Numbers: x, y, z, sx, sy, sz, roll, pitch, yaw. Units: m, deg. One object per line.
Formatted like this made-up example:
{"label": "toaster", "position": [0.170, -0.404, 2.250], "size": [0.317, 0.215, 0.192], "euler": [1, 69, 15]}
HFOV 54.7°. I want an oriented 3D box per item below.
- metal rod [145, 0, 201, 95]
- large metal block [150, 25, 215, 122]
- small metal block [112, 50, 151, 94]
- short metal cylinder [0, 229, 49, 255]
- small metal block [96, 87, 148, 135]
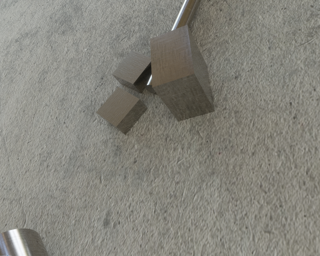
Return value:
{"label": "metal rod", "position": [0.044, -0.184, 0.492], "size": [0.025, 0.025, 0.300], "euler": [9, 66, 32]}
{"label": "large metal block", "position": [0.029, -0.067, 0.394], "size": [0.050, 0.080, 0.080], "euler": [-16, 55, 19]}
{"label": "small metal block", "position": [-0.036, -0.087, 0.475], "size": [0.050, 0.025, 0.050], "euler": [29, 77, 37]}
{"label": "short metal cylinder", "position": [-0.169, 0.163, 0.355], "size": [0.080, 0.080, 0.050], "euler": [-44, 51, -3]}
{"label": "small metal block", "position": [-0.055, -0.025, 0.447], "size": [0.050, 0.025, 0.050], "euler": [32, 79, 37]}
